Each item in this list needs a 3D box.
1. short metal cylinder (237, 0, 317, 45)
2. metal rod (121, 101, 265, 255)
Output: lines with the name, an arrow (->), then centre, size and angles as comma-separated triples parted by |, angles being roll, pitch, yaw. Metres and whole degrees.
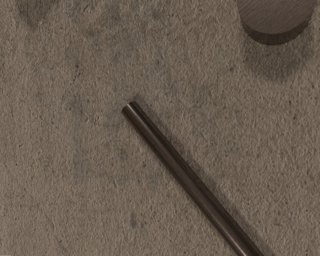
short metal cylinder -> 0.131, -0.139, 0.350 | 0.080, 0.050, 0.079 | 0, 90, 19
metal rod -> 0.051, 0.084, 0.390 | 0.025, 0.025, 0.300 | -43, 77, 15
